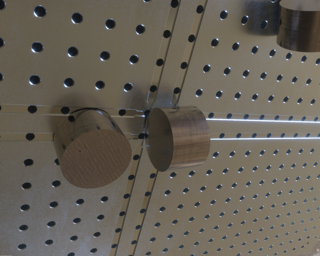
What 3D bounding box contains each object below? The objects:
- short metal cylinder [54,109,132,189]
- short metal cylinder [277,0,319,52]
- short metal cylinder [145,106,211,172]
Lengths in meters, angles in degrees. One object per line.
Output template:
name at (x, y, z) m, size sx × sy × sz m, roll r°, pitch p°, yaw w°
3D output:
short metal cylinder at (-0.080, 0.024, 0.366) m, size 0.081 × 0.050 × 0.079 m, roll -14°, pitch 124°, yaw -21°
short metal cylinder at (0.194, -0.136, 0.397) m, size 0.081 × 0.080 × 0.050 m, roll -21°, pitch 127°, yaw -16°
short metal cylinder at (0.020, 0.013, 0.394) m, size 0.050 × 0.080 × 0.079 m, roll -5°, pitch 121°, yaw -26°
